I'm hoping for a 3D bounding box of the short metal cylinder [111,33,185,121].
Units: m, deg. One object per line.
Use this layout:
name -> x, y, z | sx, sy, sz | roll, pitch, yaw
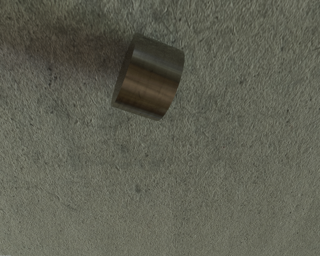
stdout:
short metal cylinder -> -0.015, -0.053, 0.326 | 0.050, 0.080, 0.079 | 18, 128, -15
